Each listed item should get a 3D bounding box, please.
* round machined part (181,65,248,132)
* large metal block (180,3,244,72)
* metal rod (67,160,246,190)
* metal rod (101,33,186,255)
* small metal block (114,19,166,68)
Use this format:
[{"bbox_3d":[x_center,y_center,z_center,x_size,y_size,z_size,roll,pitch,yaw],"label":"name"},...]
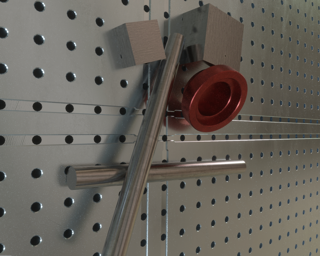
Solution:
[{"bbox_3d":[0.072,-0.045,0.442,0.099,0.042,0.097,-18,131,-21],"label":"round machined part"},{"bbox_3d":[0.076,-0.124,0.459,0.081,0.050,0.080,11,83,-40],"label":"large metal block"},{"bbox_3d":[0.021,0.060,0.428,0.302,0.025,0.025,3,88,-40],"label":"metal rod"},{"bbox_3d":[-0.014,0.009,0.374,0.025,0.025,0.299,33,62,-36],"label":"metal rod"},{"bbox_3d":[-0.024,-0.106,0.390,0.050,0.025,0.050,-23,105,-38],"label":"small metal block"}]
